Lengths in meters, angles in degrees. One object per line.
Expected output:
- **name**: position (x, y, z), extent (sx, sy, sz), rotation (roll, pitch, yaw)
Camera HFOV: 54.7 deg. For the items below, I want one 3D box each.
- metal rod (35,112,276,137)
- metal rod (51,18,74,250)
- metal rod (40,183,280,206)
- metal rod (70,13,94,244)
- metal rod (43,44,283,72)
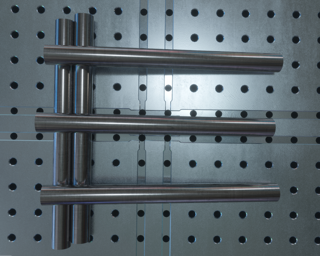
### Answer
- **metal rod**: position (0.000, -0.004, 0.398), extent (0.302, 0.025, 0.025), rotation (1, 90, -7)
- **metal rod**: position (-0.128, 0.008, 0.411), extent (0.025, 0.025, 0.298), rotation (1, 90, -1)
- **metal rod**: position (0.006, 0.085, 0.399), extent (0.302, 0.025, 0.025), rotation (1, 90, -7)
- **metal rod**: position (-0.103, 0.001, 0.411), extent (0.025, 0.025, 0.298), rotation (1, 90, -1)
- **metal rod**: position (0.010, -0.089, 0.399), extent (0.302, 0.025, 0.025), rotation (1, 90, -7)
